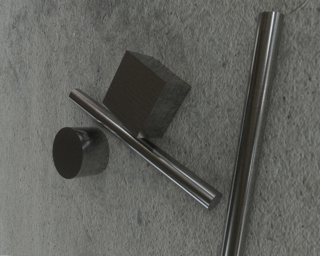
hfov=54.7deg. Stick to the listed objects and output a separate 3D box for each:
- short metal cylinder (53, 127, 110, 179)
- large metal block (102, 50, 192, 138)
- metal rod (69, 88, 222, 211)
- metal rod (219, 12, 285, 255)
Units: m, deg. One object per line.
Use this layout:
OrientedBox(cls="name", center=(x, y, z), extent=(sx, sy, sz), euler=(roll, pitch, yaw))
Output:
OrientedBox(cls="short metal cylinder", center=(-0.126, 0.038, 0.493), extent=(0.080, 0.050, 0.080), euler=(0, 90, 40))
OrientedBox(cls="large metal block", center=(-0.019, -0.043, 0.405), extent=(0.080, 0.050, 0.080), euler=(44, 116, 31))
OrientedBox(cls="metal rod", center=(-0.040, 0.015, 0.437), extent=(0.300, 0.025, 0.025), euler=(34, 111, 34))
OrientedBox(cls="metal rod", center=(0.093, 0.033, 0.328), extent=(0.025, 0.025, 0.298), euler=(13, 98, 39))
